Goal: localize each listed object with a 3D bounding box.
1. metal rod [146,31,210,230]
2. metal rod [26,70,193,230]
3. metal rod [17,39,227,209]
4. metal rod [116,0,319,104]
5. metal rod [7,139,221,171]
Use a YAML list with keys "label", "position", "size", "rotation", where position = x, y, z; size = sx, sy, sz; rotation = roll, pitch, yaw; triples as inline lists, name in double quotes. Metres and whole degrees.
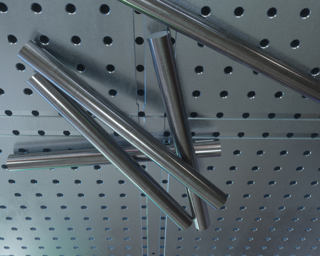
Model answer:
- label: "metal rod"
  position: [0.032, 0.025, 0.404]
  size: [0.025, 0.025, 0.298]
  rotation: [-11, 121, 8]
- label: "metal rod"
  position: [-0.053, 0.041, 0.415]
  size: [0.025, 0.025, 0.300]
  rotation: [-32, 115, 23]
- label: "metal rod"
  position: [-0.033, 0.005, 0.373]
  size: [0.301, 0.025, 0.025]
  rotation: [39, 120, -14]
- label: "metal rod"
  position: [0.068, -0.093, 0.333]
  size: [0.302, 0.025, 0.025]
  rotation: [21, 127, -18]
- label: "metal rod"
  position: [-0.066, 0.039, 0.444]
  size: [0.302, 0.025, 0.025]
  rotation: [-4, 130, 3]
